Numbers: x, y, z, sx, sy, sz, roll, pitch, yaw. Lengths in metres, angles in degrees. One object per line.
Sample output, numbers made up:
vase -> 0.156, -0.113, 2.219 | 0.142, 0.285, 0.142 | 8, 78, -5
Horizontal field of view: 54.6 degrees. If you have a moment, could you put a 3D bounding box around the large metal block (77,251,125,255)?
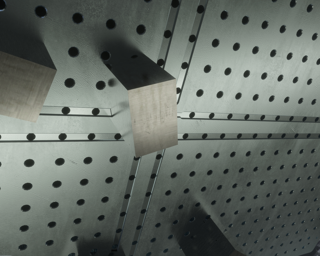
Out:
large metal block -> -0.100, 0.245, 0.492 | 0.081, 0.050, 0.080 | 14, 111, -34

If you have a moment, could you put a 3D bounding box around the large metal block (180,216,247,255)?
large metal block -> 0.097, 0.225, 0.566 | 0.080, 0.080, 0.050 | -46, 129, 4

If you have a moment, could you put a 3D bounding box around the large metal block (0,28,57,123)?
large metal block -> -0.143, -0.054, 0.264 | 0.080, 0.080, 0.050 | 16, 110, -35

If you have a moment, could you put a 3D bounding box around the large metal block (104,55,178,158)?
large metal block -> -0.022, -0.027, 0.346 | 0.050, 0.080, 0.080 | -16, 125, -19
